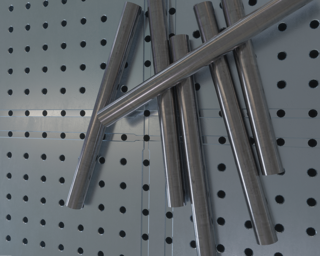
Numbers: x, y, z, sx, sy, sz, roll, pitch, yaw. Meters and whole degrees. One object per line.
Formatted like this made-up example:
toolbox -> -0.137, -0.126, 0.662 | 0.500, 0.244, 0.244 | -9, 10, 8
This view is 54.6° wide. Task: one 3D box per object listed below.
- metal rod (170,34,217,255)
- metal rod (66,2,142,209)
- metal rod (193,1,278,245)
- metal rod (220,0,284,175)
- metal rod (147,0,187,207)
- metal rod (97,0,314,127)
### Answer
metal rod -> 0.043, 0.030, 0.397 | 0.025, 0.025, 0.299 | -8, 87, 20
metal rod -> -0.082, -0.027, 0.441 | 0.025, 0.025, 0.298 | 20, 97, 19
metal rod -> 0.091, -0.010, 0.380 | 0.025, 0.025, 0.299 | -16, 85, 19
metal rod -> 0.102, -0.092, 0.376 | 0.025, 0.025, 0.299 | -14, 85, 19
metal rod -> 0.007, -0.048, 0.410 | 0.025, 0.025, 0.298 | -7, 88, 20
metal rod -> 0.049, -0.084, 0.367 | 0.300, 0.025, 0.025 | -30, 80, 17
